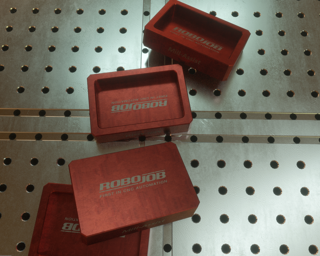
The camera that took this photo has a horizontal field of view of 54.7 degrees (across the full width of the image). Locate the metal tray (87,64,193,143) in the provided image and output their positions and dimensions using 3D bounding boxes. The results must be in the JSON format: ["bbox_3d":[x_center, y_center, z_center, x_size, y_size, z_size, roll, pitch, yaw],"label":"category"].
[{"bbox_3d":[-0.028,-0.034,0.421,0.131,0.030,0.090,-8,70,-3],"label":"metal tray"}]

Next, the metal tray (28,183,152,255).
[{"bbox_3d":[-0.077,0.117,0.365,0.131,0.030,0.090,5,70,1],"label":"metal tray"}]

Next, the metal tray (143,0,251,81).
[{"bbox_3d":[0.053,-0.129,0.443,0.130,0.030,0.090,26,55,9],"label":"metal tray"}]

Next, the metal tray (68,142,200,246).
[{"bbox_3d":[-0.031,0.070,0.357,0.131,0.030,0.090,-10,56,-17],"label":"metal tray"}]
